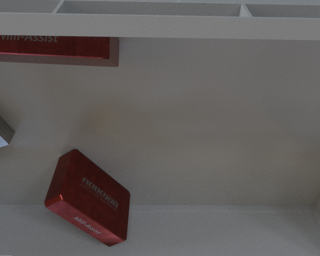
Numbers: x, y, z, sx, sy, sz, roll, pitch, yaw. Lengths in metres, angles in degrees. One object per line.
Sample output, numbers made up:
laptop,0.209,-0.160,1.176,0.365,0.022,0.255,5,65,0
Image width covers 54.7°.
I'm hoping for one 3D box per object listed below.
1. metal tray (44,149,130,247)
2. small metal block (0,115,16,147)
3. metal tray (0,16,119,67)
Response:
metal tray,-0.098,0.103,0.452,0.030,0.090,0.130,-28,125,21
small metal block,-0.232,0.003,0.408,0.050,0.025,0.050,-17,129,13
metal tray,-0.109,-0.080,0.295,0.131,0.090,0.030,2,97,-3
